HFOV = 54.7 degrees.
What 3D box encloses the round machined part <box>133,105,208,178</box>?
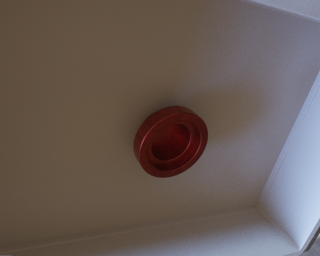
[{"bbox_3d":[0.011,0.014,0.409,0.099,0.042,0.097,-14,125,-21],"label":"round machined part"}]
